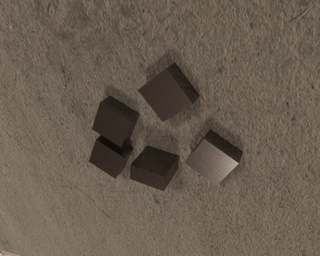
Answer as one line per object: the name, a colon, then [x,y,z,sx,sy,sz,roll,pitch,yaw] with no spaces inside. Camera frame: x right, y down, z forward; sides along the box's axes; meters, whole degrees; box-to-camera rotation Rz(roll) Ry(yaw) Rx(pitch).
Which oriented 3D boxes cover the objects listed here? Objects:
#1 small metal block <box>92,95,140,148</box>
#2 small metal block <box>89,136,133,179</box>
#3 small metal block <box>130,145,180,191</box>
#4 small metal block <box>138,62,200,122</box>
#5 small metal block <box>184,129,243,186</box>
small metal block: [-0.062,-0.009,0.432,0.050,0.025,0.050,32,128,7]
small metal block: [-0.075,0.041,0.470,0.050,0.025,0.050,32,128,7]
small metal block: [-0.007,0.054,0.426,0.050,0.050,0.025,17,125,18]
small metal block: [0.011,-0.042,0.374,0.050,0.025,0.050,-30,102,37]
small metal block: [0.068,0.038,0.394,0.050,0.025,0.050,36,129,4]
